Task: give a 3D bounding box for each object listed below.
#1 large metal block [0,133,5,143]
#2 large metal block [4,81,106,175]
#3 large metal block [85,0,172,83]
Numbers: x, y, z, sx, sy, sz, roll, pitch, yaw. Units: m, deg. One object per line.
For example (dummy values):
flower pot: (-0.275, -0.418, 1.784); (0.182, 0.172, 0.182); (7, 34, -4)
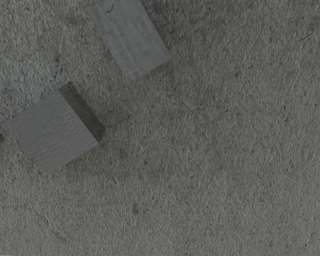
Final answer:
large metal block: (-0.267, 0.005, 0.396); (0.080, 0.050, 0.080); (-22, 109, 7)
large metal block: (-0.129, -0.001, 0.395); (0.080, 0.050, 0.080); (-30, 108, 10)
large metal block: (-0.030, -0.105, 0.341); (0.050, 0.080, 0.080); (-28, 108, 10)
